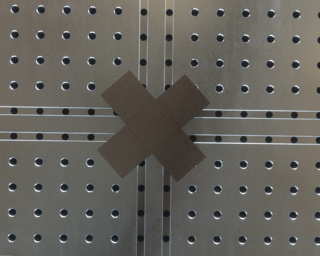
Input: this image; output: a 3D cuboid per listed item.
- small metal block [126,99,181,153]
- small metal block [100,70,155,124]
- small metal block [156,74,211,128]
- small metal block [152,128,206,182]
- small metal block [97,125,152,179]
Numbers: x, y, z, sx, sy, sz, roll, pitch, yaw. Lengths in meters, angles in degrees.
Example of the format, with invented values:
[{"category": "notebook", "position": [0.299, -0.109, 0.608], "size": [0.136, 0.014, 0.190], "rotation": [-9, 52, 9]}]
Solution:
[{"category": "small metal block", "position": [-0.009, -0.002, 0.412], "size": [0.050, 0.025, 0.050], "rotation": [-41, 91, 0]}, {"category": "small metal block", "position": [-0.042, -0.040, 0.413], "size": [0.050, 0.025, 0.050], "rotation": [-41, 91, 0]}, {"category": "small metal block", "position": [0.030, -0.035, 0.413], "size": [0.050, 0.025, 0.050], "rotation": [-41, 91, 0]}, {"category": "small metal block", "position": [0.025, 0.035, 0.414], "size": [0.050, 0.025, 0.050], "rotation": [-41, 91, 0]}, {"category": "small metal block", "position": [-0.046, 0.031, 0.413], "size": [0.050, 0.025, 0.050], "rotation": [-41, 91, 0]}]
